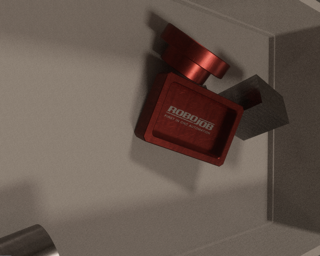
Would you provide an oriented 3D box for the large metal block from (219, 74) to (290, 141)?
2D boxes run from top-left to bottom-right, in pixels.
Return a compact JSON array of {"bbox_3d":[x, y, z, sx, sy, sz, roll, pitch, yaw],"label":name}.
[{"bbox_3d":[0.140,-0.028,0.482,0.080,0.080,0.050,26,51,-38],"label":"large metal block"}]

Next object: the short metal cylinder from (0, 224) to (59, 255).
[{"bbox_3d":[-0.122,0.132,0.270,0.050,0.080,0.079,-14,99,-40],"label":"short metal cylinder"}]

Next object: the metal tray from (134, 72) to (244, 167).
[{"bbox_3d":[0.042,-0.009,0.412,0.131,0.030,0.090,21,90,-28],"label":"metal tray"}]

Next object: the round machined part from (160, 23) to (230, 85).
[{"bbox_3d":[0.040,-0.092,0.407,0.099,0.098,0.042,22,111,-38],"label":"round machined part"}]

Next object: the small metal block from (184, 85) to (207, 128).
[{"bbox_3d":[0.052,-0.028,0.453,0.050,0.025,0.050,-40,115,-33],"label":"small metal block"}]
